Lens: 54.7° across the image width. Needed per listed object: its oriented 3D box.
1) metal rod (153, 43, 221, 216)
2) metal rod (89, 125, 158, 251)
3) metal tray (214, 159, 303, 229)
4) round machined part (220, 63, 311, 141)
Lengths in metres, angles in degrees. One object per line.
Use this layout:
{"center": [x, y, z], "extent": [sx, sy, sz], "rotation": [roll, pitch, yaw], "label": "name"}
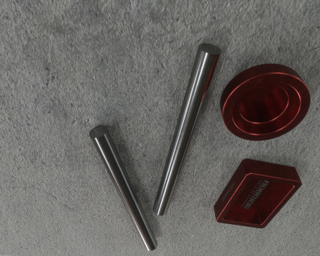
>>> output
{"center": [0.027, 0.026, 0.429], "extent": [0.025, 0.025, 0.298], "rotation": [8, 130, -7], "label": "metal rod"}
{"center": [-0.049, 0.115, 0.504], "extent": [0.025, 0.025, 0.298], "rotation": [-10, 130, 8], "label": "metal rod"}
{"center": [0.153, 0.110, 0.499], "extent": [0.091, 0.030, 0.129], "rotation": [11, 129, -10], "label": "metal tray"}
{"center": [0.121, -0.034, 0.369], "extent": [0.099, 0.042, 0.097], "rotation": [-1, 130, 0], "label": "round machined part"}
